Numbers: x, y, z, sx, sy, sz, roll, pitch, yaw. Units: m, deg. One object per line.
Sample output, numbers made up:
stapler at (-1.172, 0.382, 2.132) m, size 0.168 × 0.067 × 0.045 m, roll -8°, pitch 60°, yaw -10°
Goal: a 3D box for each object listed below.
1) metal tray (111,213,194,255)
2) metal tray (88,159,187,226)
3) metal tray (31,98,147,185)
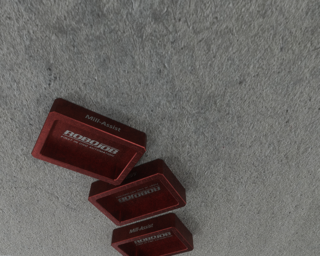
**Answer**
metal tray at (-0.014, 0.211, 0.583) m, size 0.130 × 0.030 × 0.090 m, roll -21°, pitch 127°, yaw 17°
metal tray at (-0.035, 0.106, 0.493) m, size 0.130 × 0.030 × 0.090 m, roll -22°, pitch 127°, yaw 17°
metal tray at (-0.095, 0.023, 0.422) m, size 0.131 × 0.030 × 0.089 m, roll 23°, pitch 126°, yaw -19°
